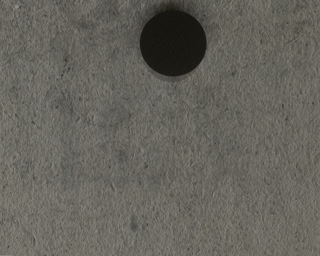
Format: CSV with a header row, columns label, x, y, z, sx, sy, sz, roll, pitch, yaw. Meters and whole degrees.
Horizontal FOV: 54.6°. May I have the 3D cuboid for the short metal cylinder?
label,x,y,z,sx,sy,sz,roll,pitch,yaw
short metal cylinder,0.016,-0.102,0.398,0.080,0.050,0.080,0,90,0
